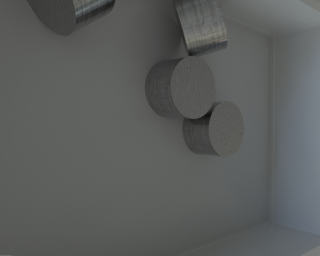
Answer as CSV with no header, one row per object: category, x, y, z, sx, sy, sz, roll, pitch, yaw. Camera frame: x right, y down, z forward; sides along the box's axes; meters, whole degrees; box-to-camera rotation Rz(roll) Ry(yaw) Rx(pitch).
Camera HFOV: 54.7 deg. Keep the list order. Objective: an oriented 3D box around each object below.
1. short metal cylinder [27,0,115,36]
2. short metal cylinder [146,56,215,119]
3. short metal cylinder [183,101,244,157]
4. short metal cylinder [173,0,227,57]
short metal cylinder,-0.089,-0.137,0.297,0.050,0.080,0.080,-43,116,-32
short metal cylinder,0.028,-0.053,0.414,0.081,0.050,0.079,-3,94,-39
short metal cylinder,0.080,0.001,0.460,0.081,0.050,0.079,0,90,-40
short metal cylinder,0.052,-0.136,0.408,0.050,0.080,0.080,-16,105,6
